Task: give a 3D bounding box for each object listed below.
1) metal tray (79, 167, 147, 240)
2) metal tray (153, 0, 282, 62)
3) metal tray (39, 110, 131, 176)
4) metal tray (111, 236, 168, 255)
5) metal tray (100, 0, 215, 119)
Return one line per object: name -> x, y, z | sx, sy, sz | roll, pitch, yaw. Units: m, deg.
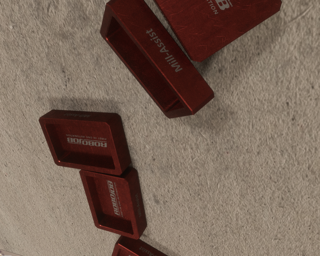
metal tray -> -0.076, 0.120, 0.515 | 0.090, 0.030, 0.129 | 7, 122, 24
metal tray -> 0.034, -0.136, 0.275 | 0.090, 0.030, 0.130 | -33, 102, 9
metal tray -> -0.115, 0.020, 0.474 | 0.130, 0.030, 0.089 | 4, 121, 25
metal tray -> -0.027, 0.258, 0.575 | 0.130, 0.030, 0.089 | 27, 128, 11
metal tray -> -0.008, -0.071, 0.330 | 0.130, 0.030, 0.090 | 51, 168, -9
